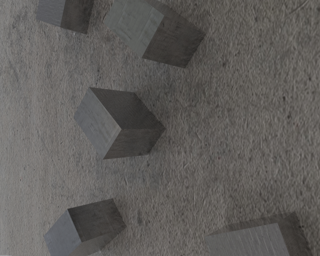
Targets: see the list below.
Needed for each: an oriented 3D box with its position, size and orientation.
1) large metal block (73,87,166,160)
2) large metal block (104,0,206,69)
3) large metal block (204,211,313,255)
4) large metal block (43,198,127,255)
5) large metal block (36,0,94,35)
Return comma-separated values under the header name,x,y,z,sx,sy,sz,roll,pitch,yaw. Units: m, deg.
name,x,y,z,sx,sy,sz,roll,pitch,yaw
large metal block,-0.054,-0.007,0.413,0.080,0.081,0.050,49,119,28
large metal block,-0.006,-0.120,0.374,0.080,0.081,0.050,47,118,30
large metal block,0.102,0.134,0.305,0.080,0.050,0.080,-27,73,37
large metal block,-0.111,0.154,0.461,0.080,0.081,0.050,-47,62,29
large metal block,-0.158,-0.210,0.519,0.080,0.050,0.079,27,107,36
